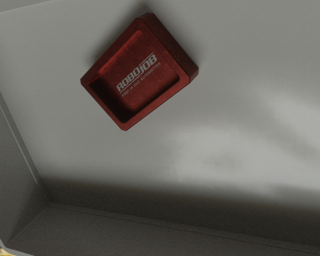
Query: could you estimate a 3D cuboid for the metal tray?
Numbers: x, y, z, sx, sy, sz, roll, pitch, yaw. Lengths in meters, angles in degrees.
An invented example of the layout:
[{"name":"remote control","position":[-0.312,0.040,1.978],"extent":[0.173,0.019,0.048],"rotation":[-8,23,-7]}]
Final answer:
[{"name":"metal tray","position":[-0.029,-0.063,0.380],"extent":[0.130,0.030,0.090],"rotation":[-35,99,38]}]
